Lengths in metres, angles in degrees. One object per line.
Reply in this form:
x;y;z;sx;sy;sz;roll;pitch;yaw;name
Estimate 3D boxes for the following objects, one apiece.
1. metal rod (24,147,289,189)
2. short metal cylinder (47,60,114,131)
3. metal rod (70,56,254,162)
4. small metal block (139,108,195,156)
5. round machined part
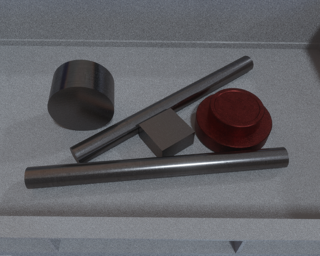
0.000;0.046;0.364;0.302;0.025;0.025;-4;50;-4;metal rod
-0.100;-0.041;0.401;0.081;0.080;0.050;-4;50;-4;short metal cylinder
0.018;-0.034;0.432;0.302;0.025;0.025;-30;56;-23;metal rod
0.008;0.008;0.396;0.050;0.025;0.050;-29;56;-22;small metal block
0.097;-0.015;0.404;0.099;0.042;0.098;0;50;0;round machined part
